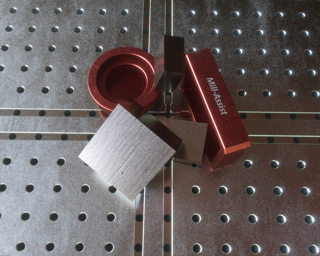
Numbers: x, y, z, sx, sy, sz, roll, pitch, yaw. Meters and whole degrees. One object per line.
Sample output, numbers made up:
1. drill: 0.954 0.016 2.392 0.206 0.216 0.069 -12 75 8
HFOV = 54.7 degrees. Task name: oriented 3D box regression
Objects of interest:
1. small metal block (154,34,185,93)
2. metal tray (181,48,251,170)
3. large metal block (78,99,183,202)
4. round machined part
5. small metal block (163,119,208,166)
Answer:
1. small metal block: 0.011 -0.078 0.384 0.025 0.050 0.050 5 68 -13
2. metal tray: 0.063 -0.021 0.386 0.030 0.090 0.130 -17 71 -6
3. large metal block: -0.033 0.024 0.365 0.080 0.050 0.080 40 106 2
4. round machined part: -0.045 -0.058 0.423 0.099 0.042 0.098 0 70 -1
5. small metal block: 0.034 0.018 0.400 0.050 0.025 0.050 8 74 14
